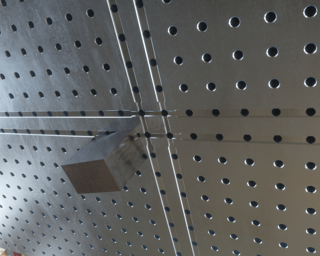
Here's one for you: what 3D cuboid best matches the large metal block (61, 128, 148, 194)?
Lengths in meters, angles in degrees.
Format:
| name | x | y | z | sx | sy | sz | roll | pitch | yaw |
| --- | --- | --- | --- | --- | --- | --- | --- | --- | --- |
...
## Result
| name | x | y | z | sx | sy | sz | roll | pitch | yaw |
| --- | --- | --- | --- | --- | --- | --- | --- | --- | --- |
| large metal block | -0.077 | 0.047 | 0.444 | 0.080 | 0.080 | 0.050 | -11 | 113 | 32 |
